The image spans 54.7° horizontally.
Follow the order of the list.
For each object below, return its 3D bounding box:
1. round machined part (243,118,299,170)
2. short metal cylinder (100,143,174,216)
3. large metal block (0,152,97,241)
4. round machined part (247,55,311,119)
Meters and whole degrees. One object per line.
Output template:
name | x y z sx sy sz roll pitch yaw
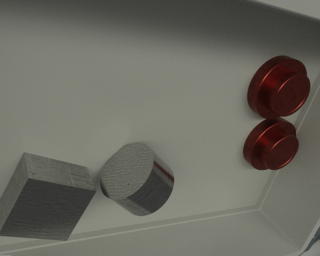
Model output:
round machined part | 0.195 0.033 0.528 0.099 0.042 0.097 -14 125 -21
short metal cylinder | -0.029 0.066 0.399 0.080 0.080 0.050 -42 130 0
large metal block | -0.136 0.084 0.371 0.080 0.050 0.080 21 107 -37
round machined part | 0.185 -0.056 0.467 0.099 0.042 0.097 -14 125 -21
